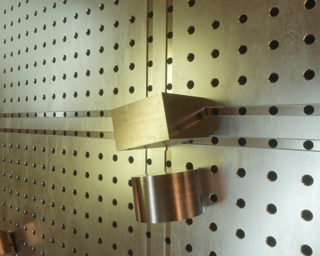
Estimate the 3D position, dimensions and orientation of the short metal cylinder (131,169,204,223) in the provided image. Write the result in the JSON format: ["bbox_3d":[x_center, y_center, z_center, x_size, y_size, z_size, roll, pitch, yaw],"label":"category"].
[{"bbox_3d":[0.009,0.078,0.366,0.080,0.081,0.050,-12,83,39],"label":"short metal cylinder"}]

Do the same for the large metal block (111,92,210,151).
[{"bbox_3d":[0.001,-0.005,0.373,0.080,0.081,0.050,-15,81,39],"label":"large metal block"}]

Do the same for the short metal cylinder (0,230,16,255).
[{"bbox_3d":[-0.362,0.264,0.673,0.080,0.081,0.050,-41,65,32],"label":"short metal cylinder"}]
